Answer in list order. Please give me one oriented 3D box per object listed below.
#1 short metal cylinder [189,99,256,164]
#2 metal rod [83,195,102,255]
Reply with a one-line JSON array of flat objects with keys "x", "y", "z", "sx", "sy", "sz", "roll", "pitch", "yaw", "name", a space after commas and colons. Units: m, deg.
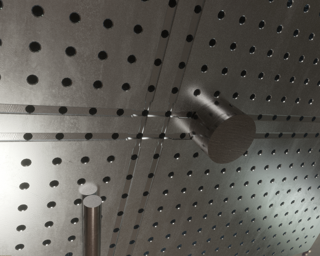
[{"x": 0.090, "y": 0.005, "z": 0.450, "sx": 0.081, "sy": 0.050, "sz": 0.079, "roll": -14, "pitch": 125, "yaw": -21, "name": "short metal cylinder"}, {"x": -0.108, "y": 0.230, "z": 0.495, "sx": 0.025, "sy": 0.025, "sz": 0.298, "roll": -8, "pitch": 122, "yaw": -25, "name": "metal rod"}]
